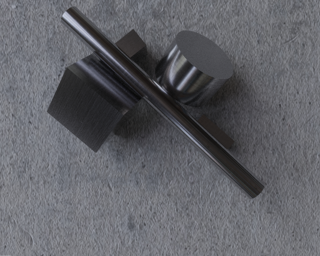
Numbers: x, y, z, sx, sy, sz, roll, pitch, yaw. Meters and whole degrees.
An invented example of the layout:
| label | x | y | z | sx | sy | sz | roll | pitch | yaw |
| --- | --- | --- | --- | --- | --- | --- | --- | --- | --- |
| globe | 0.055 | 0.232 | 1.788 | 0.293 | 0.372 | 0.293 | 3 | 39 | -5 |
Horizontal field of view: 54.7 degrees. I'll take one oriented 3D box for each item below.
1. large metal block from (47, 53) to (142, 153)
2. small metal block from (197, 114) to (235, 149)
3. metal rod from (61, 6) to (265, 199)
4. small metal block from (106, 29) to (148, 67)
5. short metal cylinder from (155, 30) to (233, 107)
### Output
| label | x | y | z | sx | sy | sz | roll | pitch | yaw |
| --- | --- | --- | --- | --- | --- | --- | --- | --- | --- |
| large metal block | -0.080 | -0.030 | 0.380 | 0.080 | 0.050 | 0.080 | 41 | 130 | -1 |
| small metal block | 0.063 | 0.009 | 0.396 | 0.050 | 0.050 | 0.025 | 41 | 90 | -1 |
| metal rod | 0.004 | -0.029 | 0.361 | 0.300 | 0.025 | 0.025 | 43 | 90 | -1 |
| small metal block | -0.044 | -0.095 | 0.398 | 0.050 | 0.050 | 0.025 | -39 | 90 | 0 |
| short metal cylinder | 0.041 | -0.072 | 0.378 | 0.080 | 0.080 | 0.050 | 39 | 131 | 0 |
